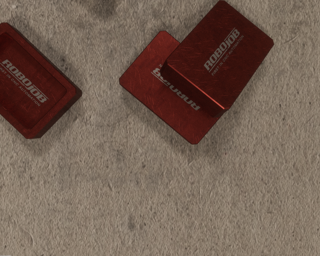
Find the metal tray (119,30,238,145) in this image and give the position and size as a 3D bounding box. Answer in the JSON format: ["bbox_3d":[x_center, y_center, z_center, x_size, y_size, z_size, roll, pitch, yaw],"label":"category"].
[{"bbox_3d":[0.024,-0.052,0.408,0.130,0.030,0.090,40,90,-1],"label":"metal tray"}]

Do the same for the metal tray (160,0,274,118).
[{"bbox_3d":[0.073,-0.088,0.383,0.090,0.030,0.130,39,66,-1],"label":"metal tray"}]

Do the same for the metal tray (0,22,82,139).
[{"bbox_3d":[-0.181,-0.060,0.404,0.130,0.030,0.090,44,90,-1],"label":"metal tray"}]
